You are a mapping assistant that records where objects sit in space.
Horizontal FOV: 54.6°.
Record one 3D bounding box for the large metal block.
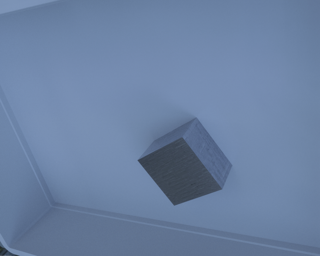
[{"bbox_3d":[0.033,0.045,0.404,0.080,0.050,0.080,-30,102,38],"label":"large metal block"}]
